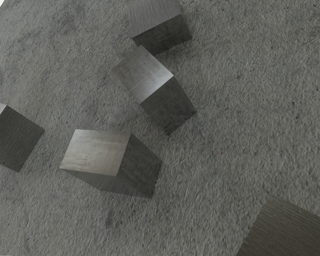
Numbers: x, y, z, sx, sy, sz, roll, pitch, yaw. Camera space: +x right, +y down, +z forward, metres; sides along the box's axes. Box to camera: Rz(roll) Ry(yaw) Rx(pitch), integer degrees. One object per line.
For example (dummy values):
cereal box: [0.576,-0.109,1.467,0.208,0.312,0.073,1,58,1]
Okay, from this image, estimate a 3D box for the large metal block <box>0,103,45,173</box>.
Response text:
large metal block: [-0.246,0.014,0.490,0.050,0.080,0.080,14,69,34]

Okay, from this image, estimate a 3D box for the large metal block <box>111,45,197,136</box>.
large metal block: [-0.007,-0.048,0.402,0.050,0.080,0.080,-40,51,1]

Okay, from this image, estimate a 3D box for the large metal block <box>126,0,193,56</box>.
large metal block: [-0.002,-0.168,0.493,0.080,0.050,0.080,-22,53,15]

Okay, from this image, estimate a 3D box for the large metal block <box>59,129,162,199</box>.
large metal block: [-0.055,0.044,0.371,0.080,0.080,0.050,2,63,29]

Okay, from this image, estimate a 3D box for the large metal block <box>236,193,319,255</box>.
large metal block: [0.114,0.114,0.258,0.080,0.050,0.080,25,75,36]
